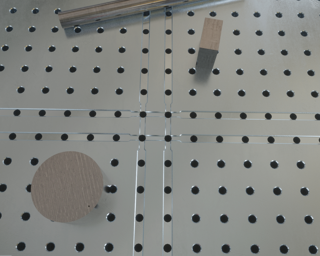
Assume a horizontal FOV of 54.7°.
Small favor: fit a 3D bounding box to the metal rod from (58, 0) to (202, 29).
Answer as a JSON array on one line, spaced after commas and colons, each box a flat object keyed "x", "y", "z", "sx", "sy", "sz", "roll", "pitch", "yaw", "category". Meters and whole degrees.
[{"x": -0.005, "y": -0.199, "z": 0.484, "sx": 0.302, "sy": 0.025, "sz": 0.025, "roll": -14, "pitch": 71, "yaw": -6, "category": "metal rod"}]

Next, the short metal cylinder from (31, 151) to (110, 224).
[{"x": -0.104, "y": 0.073, "z": 0.371, "sx": 0.081, "sy": 0.050, "sz": 0.080, "roll": 0, "pitch": 70, "yaw": 0, "category": "short metal cylinder"}]

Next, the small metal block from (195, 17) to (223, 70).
[{"x": 0.070, "y": -0.120, "z": 0.443, "sx": 0.025, "sy": 0.050, "sz": 0.050, "roll": 11, "pitch": 70, "yaw": 4, "category": "small metal block"}]
